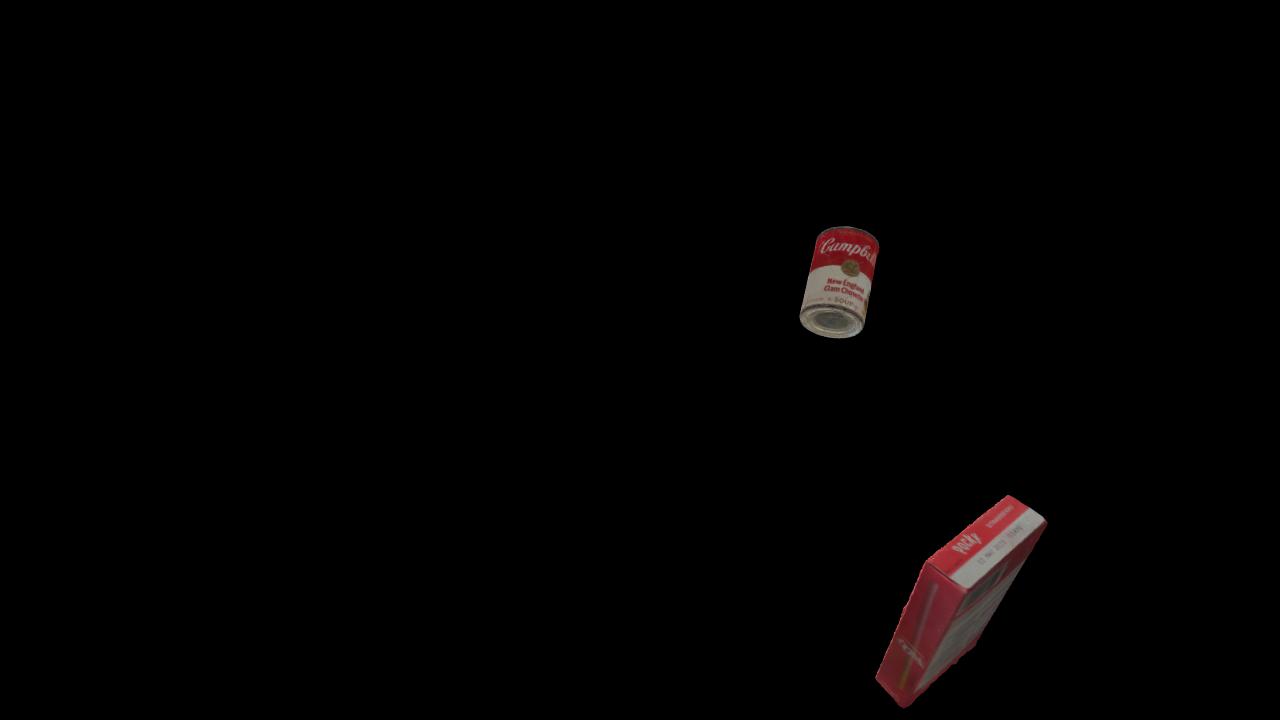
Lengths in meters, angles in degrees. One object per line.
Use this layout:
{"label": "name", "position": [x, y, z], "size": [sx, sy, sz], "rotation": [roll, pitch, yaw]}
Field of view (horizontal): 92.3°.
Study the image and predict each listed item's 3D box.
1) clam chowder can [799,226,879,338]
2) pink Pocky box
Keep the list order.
{"label": "clam chowder can", "position": [0.214, -0.082, 0.662], "size": [0.068, 0.102, 0.068], "rotation": [16, -20, 6]}
{"label": "pink Pocky box", "position": [0.208, 0.164, 0.408], "size": [0.084, 0.155, 0.029], "rotation": [-24, 43, -24]}
